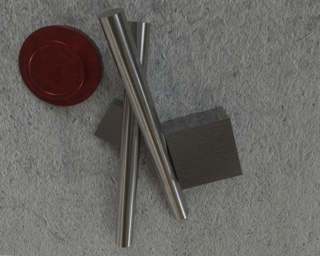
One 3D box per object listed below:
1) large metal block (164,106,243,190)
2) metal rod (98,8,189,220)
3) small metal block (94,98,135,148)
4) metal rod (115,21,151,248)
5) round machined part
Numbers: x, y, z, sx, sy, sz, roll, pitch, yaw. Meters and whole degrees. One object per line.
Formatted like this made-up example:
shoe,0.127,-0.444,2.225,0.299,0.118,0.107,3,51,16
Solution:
large metal block,0.055,0.025,0.407,0.080,0.050,0.080,-15,110,5
metal rod,-0.008,0.009,0.373,0.025,0.025,0.298,-15,125,5
small metal block,-0.051,-0.004,0.408,0.050,0.025,0.050,29,107,-11
metal rod,-0.037,0.023,0.391,0.025,0.025,0.298,5,110,-2
round machined part,-0.121,-0.072,0.372,0.099,0.042,0.097,0,110,-1
